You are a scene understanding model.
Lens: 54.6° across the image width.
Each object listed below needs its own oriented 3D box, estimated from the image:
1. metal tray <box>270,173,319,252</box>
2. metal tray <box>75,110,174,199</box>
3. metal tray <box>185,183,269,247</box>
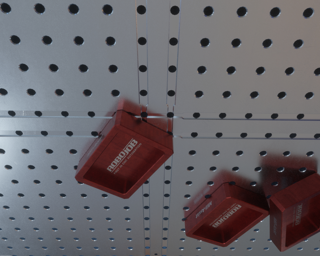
[{"bbox_3d":[0.227,0.141,0.509,0.090,0.030,0.129,-24,130,-9],"label":"metal tray"},{"bbox_3d":[-0.053,0.044,0.444,0.090,0.030,0.129,27,125,-21],"label":"metal tray"},{"bbox_3d":[0.114,0.155,0.540,0.090,0.030,0.129,23,127,-18],"label":"metal tray"}]
